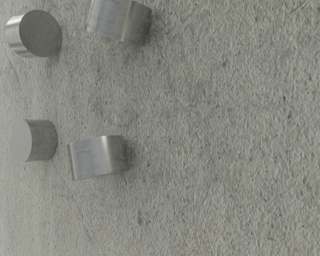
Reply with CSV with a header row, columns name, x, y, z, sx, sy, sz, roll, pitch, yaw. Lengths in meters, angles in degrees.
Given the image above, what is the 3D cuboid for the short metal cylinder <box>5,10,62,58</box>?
name,x,y,z,sx,sy,sz,roll,pitch,yaw
short metal cylinder,-0.225,-0.167,0.555,0.050,0.081,0.079,8,95,40

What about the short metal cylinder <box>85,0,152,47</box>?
name,x,y,z,sx,sy,sz,roll,pitch,yaw
short metal cylinder,-0.056,-0.145,0.415,0.080,0.081,0.050,27,107,36

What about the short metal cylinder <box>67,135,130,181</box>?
name,x,y,z,sx,sy,sz,roll,pitch,yaw
short metal cylinder,-0.088,0.043,0.442,0.080,0.081,0.050,-18,79,38

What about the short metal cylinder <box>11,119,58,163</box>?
name,x,y,z,sx,sy,sz,roll,pitch,yaw
short metal cylinder,-0.239,0.024,0.586,0.080,0.050,0.080,0,90,40
